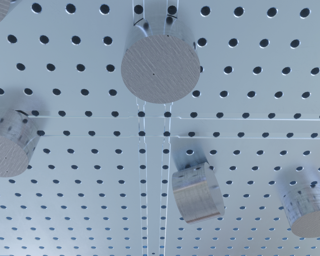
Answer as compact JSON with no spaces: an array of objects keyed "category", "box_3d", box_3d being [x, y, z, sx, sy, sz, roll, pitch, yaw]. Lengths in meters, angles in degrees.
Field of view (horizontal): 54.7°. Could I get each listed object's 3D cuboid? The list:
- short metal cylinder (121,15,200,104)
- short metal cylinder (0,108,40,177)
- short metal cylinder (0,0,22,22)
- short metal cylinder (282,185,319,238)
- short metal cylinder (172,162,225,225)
[{"category":"short metal cylinder","box_3d":[0.001,-0.073,0.333,0.081,0.050,0.079,0,130,0]},{"category":"short metal cylinder","box_3d":[-0.208,0.020,0.409,0.081,0.050,0.079,0,130,0]},{"category":"short metal cylinder","box_3d":[-0.167,-0.137,0.276,0.081,0.050,0.079,0,130,0]},{"category":"short metal cylinder","box_3d":[0.253,0.141,0.519,0.081,0.050,0.079,0,130,0]},{"category":"short metal cylinder","box_3d":[0.057,0.096,0.459,0.050,0.080,0.080,-21,127,16]}]
